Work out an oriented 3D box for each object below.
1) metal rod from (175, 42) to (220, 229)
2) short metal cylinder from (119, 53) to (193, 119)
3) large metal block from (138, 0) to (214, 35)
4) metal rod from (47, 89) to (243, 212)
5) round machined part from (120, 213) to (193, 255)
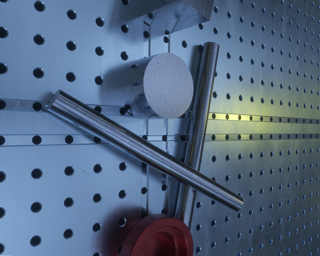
[{"bbox_3d":[0.053,0.018,0.455,0.025,0.025,0.299,17,79,-39],"label":"metal rod"},{"bbox_3d":[-0.004,-0.051,0.391,0.081,0.050,0.079,0,90,-40],"label":"short metal cylinder"},{"bbox_3d":[0.024,-0.175,0.395,0.050,0.080,0.080,21,77,-39],"label":"large metal block"},{"bbox_3d":[0.002,0.042,0.390,0.301,0.025,0.025,33,70,-28],"label":"metal rod"},{"bbox_3d":[-0.008,0.157,0.391,0.099,0.042,0.097,-1,91,-36],"label":"round machined part"}]
